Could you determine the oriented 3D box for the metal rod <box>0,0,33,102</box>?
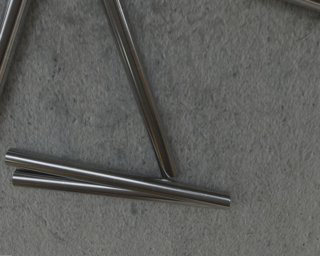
[{"bbox_3d":[-0.193,-0.083,0.376,0.025,0.025,0.298,24,108,-9],"label":"metal rod"}]

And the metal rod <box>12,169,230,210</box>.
[{"bbox_3d":[-0.051,0.088,0.441,0.302,0.025,0.025,7,110,-3],"label":"metal rod"}]

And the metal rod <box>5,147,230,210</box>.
[{"bbox_3d":[-0.057,0.069,0.422,0.302,0.025,0.025,12,110,0],"label":"metal rod"}]

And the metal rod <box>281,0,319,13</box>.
[{"bbox_3d":[0.094,-0.172,0.347,0.302,0.025,0.025,15,109,-6],"label":"metal rod"}]

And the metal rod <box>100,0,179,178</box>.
[{"bbox_3d":[-0.030,-0.070,0.383,0.025,0.025,0.298,-17,110,5],"label":"metal rod"}]
